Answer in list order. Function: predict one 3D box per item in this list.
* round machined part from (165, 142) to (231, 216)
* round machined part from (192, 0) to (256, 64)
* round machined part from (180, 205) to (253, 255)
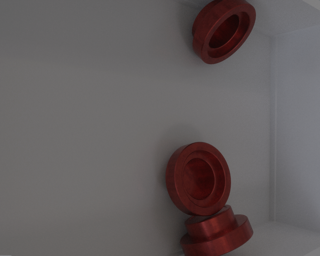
[{"bbox_3d":[0.048,0.070,0.426,0.099,0.042,0.098,10,73,-32],"label":"round machined part"},{"bbox_3d":[0.085,-0.143,0.444,0.099,0.097,0.042,-16,56,-39],"label":"round machined part"},{"bbox_3d":[0.072,0.137,0.424,0.099,0.098,0.042,-16,82,-39],"label":"round machined part"}]
